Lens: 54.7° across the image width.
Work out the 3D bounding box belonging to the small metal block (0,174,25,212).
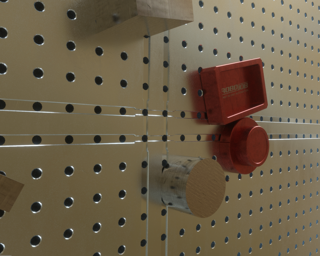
[{"bbox_3d":[-0.153,0.047,0.265,0.050,0.050,0.025,36,68,-35],"label":"small metal block"}]

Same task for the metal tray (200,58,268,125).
[{"bbox_3d":[0.127,-0.063,0.514,0.131,0.030,0.089,-19,102,-39],"label":"metal tray"}]

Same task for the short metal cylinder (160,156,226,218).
[{"bbox_3d":[0.047,0.080,0.435,0.081,0.050,0.079,0,90,-40],"label":"short metal cylinder"}]

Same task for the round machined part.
[{"bbox_3d":[0.149,0.030,0.526,0.099,0.042,0.097,0,90,-40],"label":"round machined part"}]

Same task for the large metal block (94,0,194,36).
[{"bbox_3d":[-0.020,-0.142,0.358,0.081,0.080,0.050,-11,97,-40],"label":"large metal block"}]
